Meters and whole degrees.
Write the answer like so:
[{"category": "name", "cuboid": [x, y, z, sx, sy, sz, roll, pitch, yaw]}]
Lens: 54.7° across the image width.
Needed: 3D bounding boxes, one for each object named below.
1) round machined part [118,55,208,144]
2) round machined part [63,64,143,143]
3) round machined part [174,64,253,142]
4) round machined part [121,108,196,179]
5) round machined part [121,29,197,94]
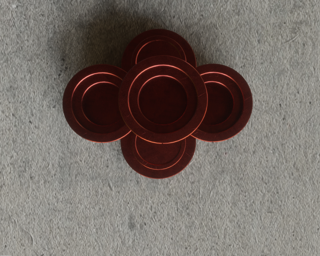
[{"category": "round machined part", "cuboid": [0.003, -0.031, 0.360, 0.099, 0.042, 0.097, 0, 90, -1]}, {"category": "round machined part", "cuboid": [-0.071, -0.030, 0.402, 0.099, 0.042, 0.097, 0, 90, -1]}, {"category": "round machined part", "cuboid": [0.066, -0.031, 0.403, 0.099, 0.042, 0.097, 0, 90, -1]}, {"category": "round machined part", "cuboid": [-0.002, 0.018, 0.402, 0.099, 0.042, 0.097, 0, 90, -1]}, {"category": "round machined part", "cuboid": [-0.001, -0.081, 0.402, 0.099, 0.042, 0.097, 0, 90, -1]}]
